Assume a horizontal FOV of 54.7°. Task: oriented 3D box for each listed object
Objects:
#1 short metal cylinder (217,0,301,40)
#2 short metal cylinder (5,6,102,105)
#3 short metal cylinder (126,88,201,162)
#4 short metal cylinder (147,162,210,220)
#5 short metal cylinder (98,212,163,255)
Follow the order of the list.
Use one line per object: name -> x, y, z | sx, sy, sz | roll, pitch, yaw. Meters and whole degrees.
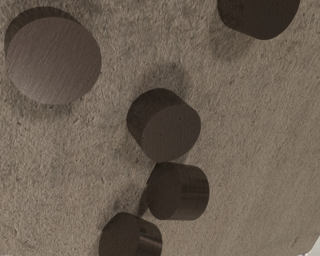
short metal cylinder -> 0.115, -0.150, 0.363 | 0.081, 0.050, 0.079 | -14, 125, -21
short metal cylinder -> -0.102, -0.069, 0.293 | 0.081, 0.050, 0.079 | -14, 125, -21
short metal cylinder -> 0.004, -0.004, 0.392 | 0.081, 0.050, 0.079 | -14, 125, -21
short metal cylinder -> 0.024, 0.091, 0.442 | 0.050, 0.080, 0.079 | 13, 112, -34
short metal cylinder -> -0.044, 0.171, 0.455 | 0.080, 0.080, 0.050 | -48, 129, 5
